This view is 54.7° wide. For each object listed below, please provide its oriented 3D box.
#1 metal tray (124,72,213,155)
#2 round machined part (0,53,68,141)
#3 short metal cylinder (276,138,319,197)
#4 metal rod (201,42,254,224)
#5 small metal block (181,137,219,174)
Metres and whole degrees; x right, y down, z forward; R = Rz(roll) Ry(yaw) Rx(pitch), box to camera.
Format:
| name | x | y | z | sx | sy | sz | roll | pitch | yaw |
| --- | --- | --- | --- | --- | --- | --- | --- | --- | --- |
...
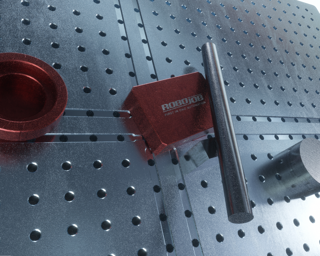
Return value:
| name | x | y | z | sx | sy | sz | roll | pitch | yaw |
| --- | --- | --- | --- | --- | --- | --- | --- | --- | --- |
| metal tray | 0.027 | -0.026 | 0.437 | 0.131 | 0.030 | 0.090 | -19 | 72 | -36 |
| round machined part | -0.154 | -0.029 | 0.333 | 0.099 | 0.042 | 0.098 | 14 | 56 | -21 |
| short metal cylinder | 0.229 | 0.062 | 0.481 | 0.081 | 0.050 | 0.080 | 14 | 56 | -21 |
| metal rod | 0.080 | -0.021 | 0.409 | 0.025 | 0.025 | 0.300 | 18 | 44 | -18 |
| small metal block | 0.064 | 0.034 | 0.408 | 0.050 | 0.050 | 0.025 | -11 | 68 | -33 |
